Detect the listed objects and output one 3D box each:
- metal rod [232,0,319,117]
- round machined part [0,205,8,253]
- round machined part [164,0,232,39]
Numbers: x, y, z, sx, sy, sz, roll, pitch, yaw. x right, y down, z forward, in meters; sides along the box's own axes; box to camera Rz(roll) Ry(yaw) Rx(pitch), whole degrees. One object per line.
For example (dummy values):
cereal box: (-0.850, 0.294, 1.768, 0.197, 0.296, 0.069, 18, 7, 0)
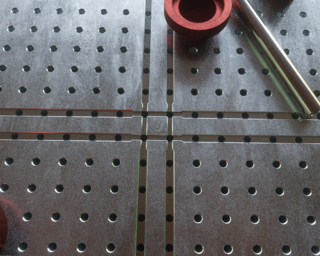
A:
metal rod: (0.147, -0.149, 0.467, 0.025, 0.025, 0.299, -24, 72, -8)
round machined part: (-0.225, 0.123, 0.356, 0.099, 0.042, 0.098, 0, 70, 0)
round machined part: (0.055, -0.174, 0.467, 0.099, 0.042, 0.098, 0, 70, 0)
